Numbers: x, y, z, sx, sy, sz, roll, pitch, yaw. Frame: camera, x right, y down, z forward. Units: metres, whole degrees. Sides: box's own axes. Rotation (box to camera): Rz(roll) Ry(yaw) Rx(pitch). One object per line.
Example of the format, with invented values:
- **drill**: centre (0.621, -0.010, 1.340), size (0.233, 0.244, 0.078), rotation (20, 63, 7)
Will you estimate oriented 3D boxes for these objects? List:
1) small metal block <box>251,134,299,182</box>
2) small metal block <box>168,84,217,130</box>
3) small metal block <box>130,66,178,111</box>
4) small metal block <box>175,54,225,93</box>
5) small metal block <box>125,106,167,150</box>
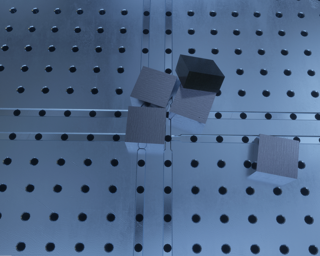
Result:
- **small metal block**: centre (0.148, 0.039, 0.399), size (0.050, 0.025, 0.050), rotation (11, 70, 3)
- **small metal block**: centre (0.044, -0.031, 0.424), size (0.050, 0.025, 0.050), rotation (20, 71, 6)
- **small metal block**: centre (-0.008, -0.052, 0.431), size (0.050, 0.025, 0.050), rotation (19, 71, 6)
- **small metal block**: centre (0.053, -0.074, 0.420), size (0.050, 0.025, 0.050), rotation (6, 36, -17)
- **small metal block**: centre (-0.018, 0.000, 0.412), size (0.050, 0.025, 0.050), rotation (3, 70, 1)
